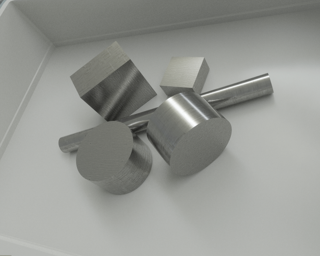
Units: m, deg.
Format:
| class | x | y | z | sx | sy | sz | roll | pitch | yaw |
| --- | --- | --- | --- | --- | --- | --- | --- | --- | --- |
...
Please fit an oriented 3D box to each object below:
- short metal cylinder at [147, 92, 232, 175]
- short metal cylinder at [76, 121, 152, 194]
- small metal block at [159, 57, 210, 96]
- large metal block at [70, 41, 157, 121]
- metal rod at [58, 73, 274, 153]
| class | x | y | z | sx | sy | sz | roll | pitch | yaw |
| --- | --- | --- | --- | --- | --- | --- | --- | --- | --- |
| short metal cylinder | 0.032 | 0.006 | 0.347 | 0.080 | 0.080 | 0.050 | -40 | 51 | 0 |
| short metal cylinder | -0.057 | 0.038 | 0.392 | 0.080 | 0.050 | 0.080 | -13 | 56 | 20 |
| small metal block | 0.034 | -0.070 | 0.428 | 0.050 | 0.025 | 0.050 | 9 | 66 | 31 |
| large metal block | -0.064 | -0.060 | 0.438 | 0.080 | 0.080 | 0.050 | -37 | 51 | 3 |
| metal rod | -0.006 | -0.014 | 0.415 | 0.301 | 0.025 | 0.025 | -16 | 55 | 18 |
